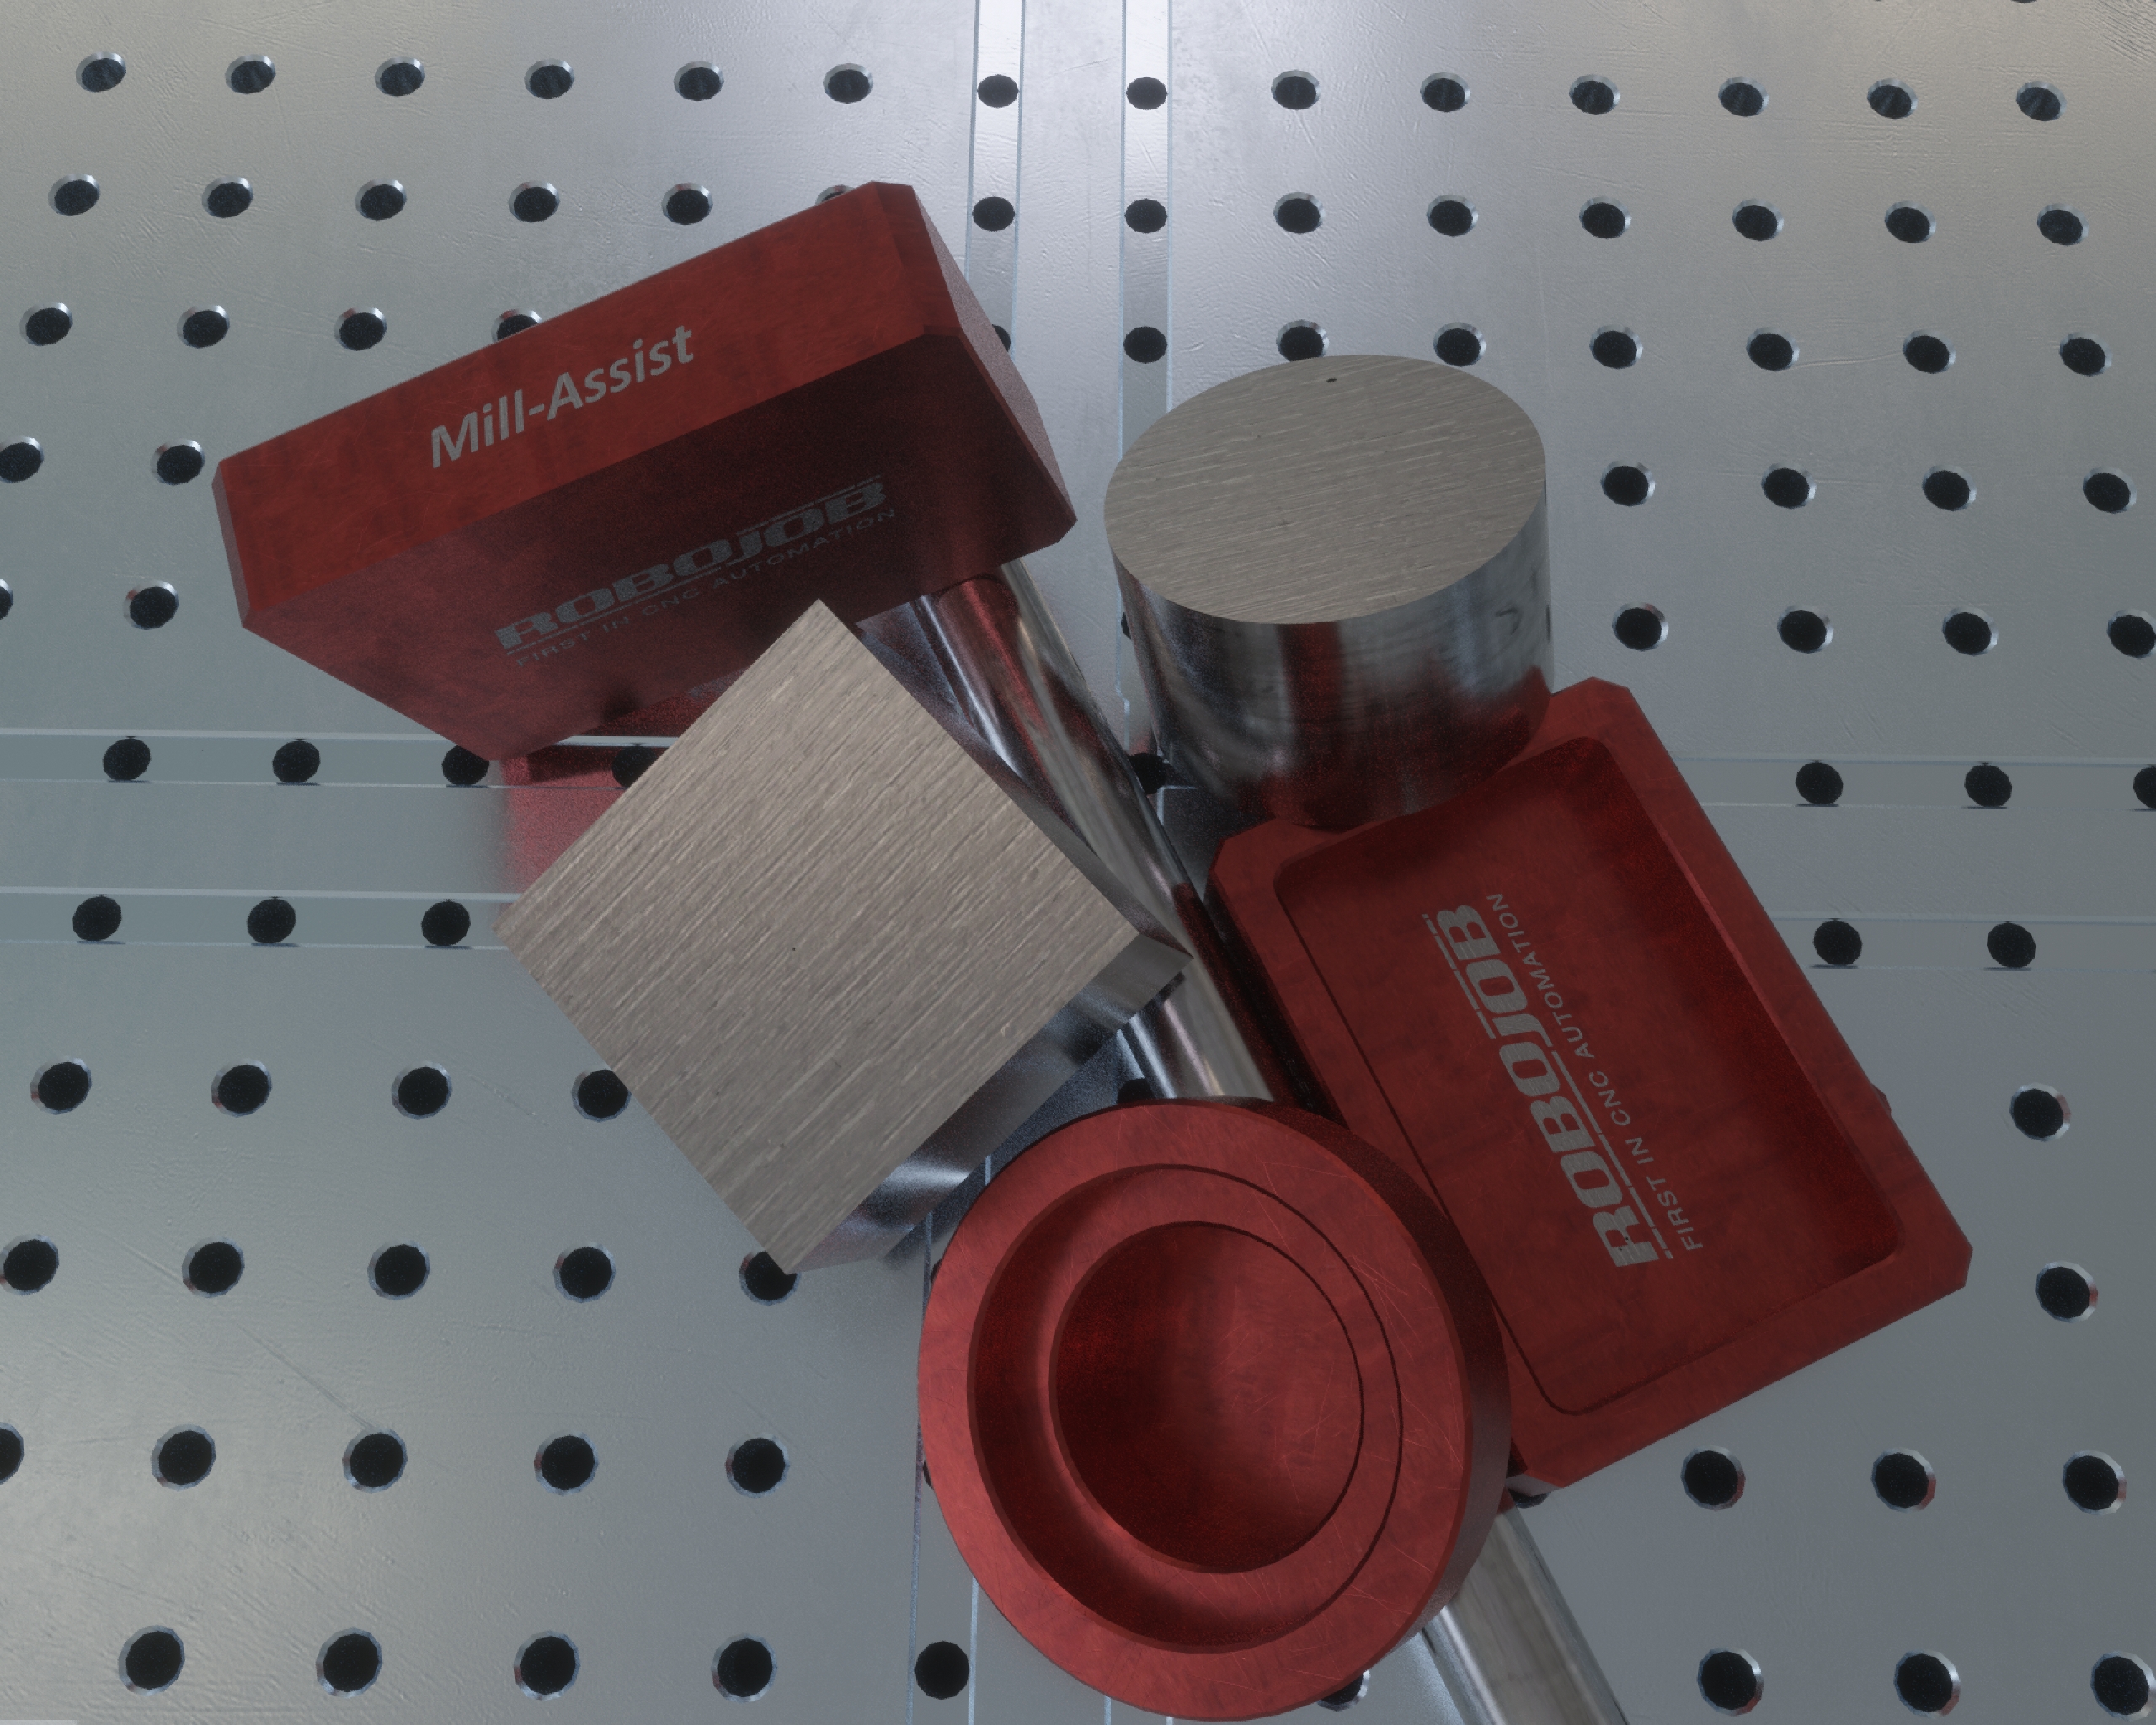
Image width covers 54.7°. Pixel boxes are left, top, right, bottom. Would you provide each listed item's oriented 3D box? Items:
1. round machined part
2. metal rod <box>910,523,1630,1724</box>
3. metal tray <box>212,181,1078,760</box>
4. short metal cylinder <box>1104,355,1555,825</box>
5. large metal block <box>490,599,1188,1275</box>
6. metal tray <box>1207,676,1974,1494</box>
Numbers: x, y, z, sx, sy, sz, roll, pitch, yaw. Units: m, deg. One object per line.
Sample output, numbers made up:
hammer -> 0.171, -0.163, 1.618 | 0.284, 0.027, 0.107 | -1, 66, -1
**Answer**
round machined part -> 0.025, 0.088, 0.352 | 0.098, 0.042, 0.097 | -3, 84, 28
metal rod -> 0.020, 0.028, 0.397 | 0.025, 0.025, 0.299 | -24, 72, -8
metal tray -> -0.074, -0.066, 0.382 | 0.130, 0.090, 0.030 | -21, 73, 8
short metal cylinder -> 0.049, -0.053, 0.399 | 0.080, 0.050, 0.080 | -7, 46, 8
large metal block -> -0.040, 0.014, 0.370 | 0.080, 0.050, 0.080 | -45, 76, 4
metal tray -> 0.091, 0.040, 0.391 | 0.091, 0.030, 0.130 | -24, 72, -9
